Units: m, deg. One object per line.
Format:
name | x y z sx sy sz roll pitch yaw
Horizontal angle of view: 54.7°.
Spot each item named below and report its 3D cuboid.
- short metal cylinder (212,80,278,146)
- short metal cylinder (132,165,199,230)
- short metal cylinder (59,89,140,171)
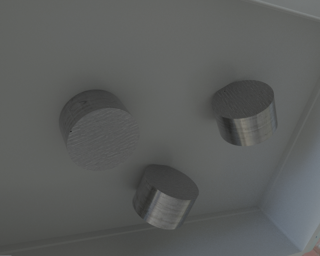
short metal cylinder | 0.116 -0.021 0.423 0.080 0.080 0.050 -31 129 -9
short metal cylinder | 0.008 0.095 0.436 0.081 0.080 0.050 10 113 -33
short metal cylinder | -0.070 0.002 0.355 0.081 0.050 0.079 -14 124 -21
